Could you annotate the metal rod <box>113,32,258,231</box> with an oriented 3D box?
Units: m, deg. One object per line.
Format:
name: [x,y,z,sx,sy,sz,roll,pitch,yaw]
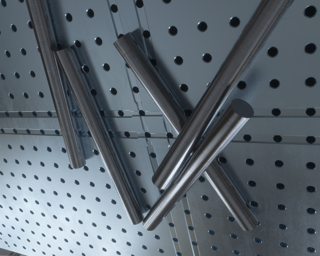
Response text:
metal rod: [0.039,0.013,0.397,0.025,0.025,0.299,-27,104,37]

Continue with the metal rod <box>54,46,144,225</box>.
metal rod: [-0.084,0.025,0.468,0.025,0.025,0.298,-5,116,30]

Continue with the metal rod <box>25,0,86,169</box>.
metal rod: [-0.148,-0.069,0.444,0.025,0.025,0.298,9,122,23]

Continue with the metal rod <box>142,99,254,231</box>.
metal rod: [0.031,0.070,0.409,0.025,0.025,0.298,34,137,5]

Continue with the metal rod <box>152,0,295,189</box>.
metal rod: [0.063,-0.039,0.331,0.025,0.025,0.298,33,122,6]
